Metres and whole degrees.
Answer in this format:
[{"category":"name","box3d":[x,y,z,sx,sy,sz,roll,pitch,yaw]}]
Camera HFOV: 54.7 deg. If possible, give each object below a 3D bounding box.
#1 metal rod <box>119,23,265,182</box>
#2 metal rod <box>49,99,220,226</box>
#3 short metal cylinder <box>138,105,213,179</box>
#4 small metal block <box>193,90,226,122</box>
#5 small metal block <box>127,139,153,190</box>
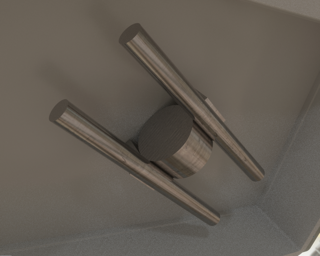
[{"category":"metal rod","box3d":[0.059,-0.007,0.372,0.025,0.025,0.300,-46,130,3]},{"category":"metal rod","box3d":[-0.006,0.061,0.379,0.025,0.025,0.300,-46,129,3]},{"category":"short metal cylinder","box3d":[0.020,0.018,0.394,0.080,0.080,0.050,-45,130,3]},{"category":"small metal block","box3d":[0.051,-0.026,0.403,0.025,0.050,0.050,-45,130,3]},{"category":"small metal block","box3d":[-0.024,0.049,0.409,0.025,0.050,0.050,-45,130,3]}]
